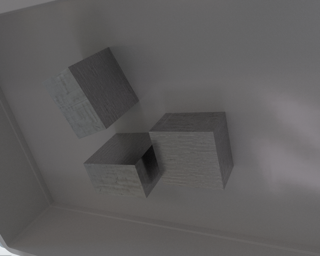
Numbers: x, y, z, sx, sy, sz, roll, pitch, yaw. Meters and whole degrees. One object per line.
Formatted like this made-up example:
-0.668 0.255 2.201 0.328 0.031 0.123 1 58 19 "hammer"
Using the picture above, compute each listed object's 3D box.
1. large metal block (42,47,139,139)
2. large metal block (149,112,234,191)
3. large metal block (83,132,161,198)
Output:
-0.083 -0.045 0.389 0.050 0.080 0.080 -18 109 35 "large metal block"
0.041 0.027 0.387 0.080 0.050 0.080 0 119 28 "large metal block"
-0.041 0.048 0.424 0.080 0.080 0.050 -2 117 29 "large metal block"
